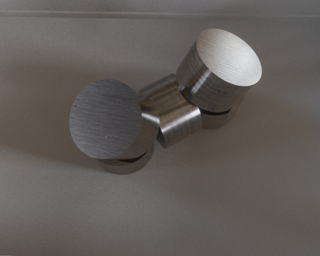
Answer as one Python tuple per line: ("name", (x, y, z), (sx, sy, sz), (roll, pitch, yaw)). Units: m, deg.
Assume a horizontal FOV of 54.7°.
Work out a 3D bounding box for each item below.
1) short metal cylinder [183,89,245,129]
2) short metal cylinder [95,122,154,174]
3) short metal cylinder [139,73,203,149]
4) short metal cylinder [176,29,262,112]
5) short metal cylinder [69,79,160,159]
("short metal cylinder", (0.068, -0.044, 0.412), (0.081, 0.050, 0.080), (0, 70, 0))
("short metal cylinder", (-0.048, 0.014, 0.389), (0.081, 0.050, 0.080), (0, 70, 0))
("short metal cylinder", (0.010, -0.021, 0.386), (0.050, 0.080, 0.080), (-28, 73, -10))
("short metal cylinder", (0.066, -0.065, 0.350), (0.081, 0.050, 0.080), (12, 55, -18))
("short metal cylinder", (-0.047, -0.007, 0.328), (0.080, 0.050, 0.080), (-2, 83, 19))
